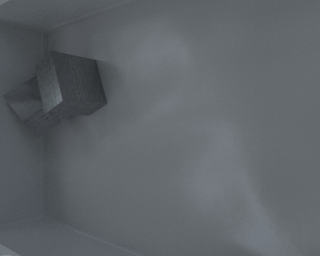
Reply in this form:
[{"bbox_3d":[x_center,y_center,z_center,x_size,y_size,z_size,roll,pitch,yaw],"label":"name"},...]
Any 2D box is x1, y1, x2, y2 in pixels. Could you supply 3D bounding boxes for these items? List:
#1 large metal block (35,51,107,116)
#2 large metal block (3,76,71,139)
[{"bbox_3d":[-0.139,-0.067,0.486,0.050,0.081,0.080,-27,73,37],"label":"large metal block"},{"bbox_3d":[-0.206,-0.041,0.533,0.080,0.080,0.050,40,158,33],"label":"large metal block"}]
